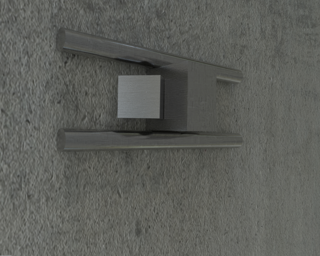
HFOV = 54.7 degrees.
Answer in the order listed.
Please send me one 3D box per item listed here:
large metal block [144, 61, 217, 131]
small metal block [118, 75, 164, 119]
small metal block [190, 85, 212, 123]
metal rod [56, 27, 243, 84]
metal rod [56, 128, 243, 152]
[{"bbox_3d":[0.024,-0.036,0.396,0.050,0.080,0.079,1,90,-40],"label":"large metal block"},{"bbox_3d":[-0.022,-0.036,0.371,0.025,0.050,0.050,3,89,-80],"label":"small metal block"},{"bbox_3d":[0.057,-0.033,0.438,0.025,0.050,0.050,0,89,2],"label":"small metal block"},{"bbox_3d":[0.012,-0.089,0.418,0.302,0.025,0.025,2,89,-40],"label":"metal rod"},{"bbox_3d":[0.012,0.017,0.419,0.302,0.025,0.025,2,89,-40],"label":"metal rod"}]
